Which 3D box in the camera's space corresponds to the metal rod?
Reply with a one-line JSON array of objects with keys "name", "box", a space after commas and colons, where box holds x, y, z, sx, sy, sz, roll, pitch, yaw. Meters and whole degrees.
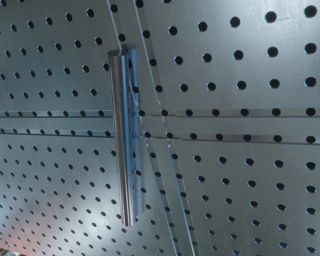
[{"name": "metal rod", "box": [-0.053, 0.034, 0.458, 0.025, 0.025, 0.298, 14, 124, 20]}]
